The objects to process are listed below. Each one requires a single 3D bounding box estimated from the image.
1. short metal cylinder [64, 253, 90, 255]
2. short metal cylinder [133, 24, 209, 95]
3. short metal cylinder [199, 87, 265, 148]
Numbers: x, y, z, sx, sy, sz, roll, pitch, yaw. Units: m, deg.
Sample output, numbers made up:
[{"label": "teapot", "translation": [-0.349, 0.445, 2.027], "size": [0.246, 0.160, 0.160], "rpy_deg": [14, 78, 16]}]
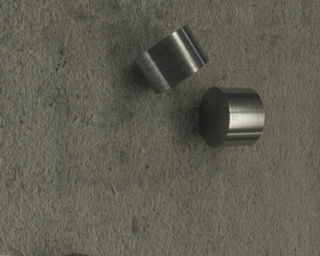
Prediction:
[{"label": "short metal cylinder", "translation": [-0.099, 0.195, 0.359], "size": [0.081, 0.050, 0.080], "rpy_deg": [0, 90, -20]}, {"label": "short metal cylinder", "translation": [0.013, -0.084, 0.384], "size": [0.080, 0.080, 0.050], "rpy_deg": [-38, 102, -16]}, {"label": "short metal cylinder", "translation": [0.093, -0.014, 0.414], "size": [0.050, 0.080, 0.080], "rpy_deg": [-1, 91, -20]}]
